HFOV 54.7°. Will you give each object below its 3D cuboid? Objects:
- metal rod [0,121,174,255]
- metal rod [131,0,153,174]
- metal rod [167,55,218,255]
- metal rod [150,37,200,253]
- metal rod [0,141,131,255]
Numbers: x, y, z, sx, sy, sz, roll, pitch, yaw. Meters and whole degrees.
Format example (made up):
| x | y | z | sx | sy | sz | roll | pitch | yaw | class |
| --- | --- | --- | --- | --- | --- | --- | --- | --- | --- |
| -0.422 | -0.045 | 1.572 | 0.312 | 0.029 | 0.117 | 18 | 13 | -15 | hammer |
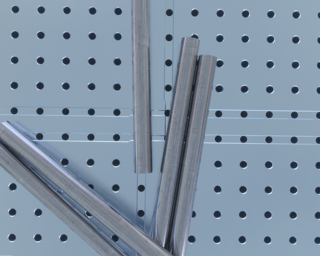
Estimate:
| x | y | z | sx | sy | sz | roll | pitch | yaw | class |
| --- | --- | --- | --- | --- | --- | --- | --- | --- | --- |
| -0.091 | 0.092 | 0.397 | 0.300 | 0.025 | 0.025 | 38 | 90 | 5 | metal rod |
| -0.025 | -0.090 | 0.412 | 0.025 | 0.025 | 0.298 | -1 | 90 | -1 | metal rod |
| 0.040 | 0.053 | 0.413 | 0.025 | 0.025 | 0.298 | 9 | 90 | -1 | metal rod |
| 0.017 | 0.030 | 0.413 | 0.025 | 0.025 | 0.298 | 9 | 90 | -1 | metal rod |
| -0.130 | 0.106 | 0.411 | 0.300 | 0.025 | 0.025 | 42 | 90 | -1 | metal rod |
